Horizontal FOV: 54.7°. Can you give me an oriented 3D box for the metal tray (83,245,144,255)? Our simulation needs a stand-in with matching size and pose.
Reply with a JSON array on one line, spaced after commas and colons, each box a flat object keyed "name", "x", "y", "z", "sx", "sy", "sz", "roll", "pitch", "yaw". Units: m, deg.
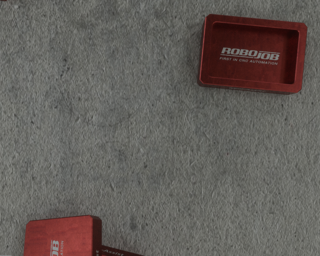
[{"name": "metal tray", "x": -0.083, "y": 0.204, "z": 0.406, "sx": 0.131, "sy": 0.030, "sz": 0.090, "roll": 15, "pitch": 90, "yaw": 0}]

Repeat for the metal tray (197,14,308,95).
[{"name": "metal tray", "x": 0.119, "y": -0.095, "z": 0.408, "sx": 0.131, "sy": 0.030, "sz": 0.089, "roll": 5, "pitch": 90, "yaw": 0}]

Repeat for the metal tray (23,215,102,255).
[{"name": "metal tray", "x": -0.119, "y": 0.177, "z": 0.376, "sx": 0.090, "sy": 0.030, "sz": 0.130, "roll": -8, "pitch": 68, "yaw": 10}]
